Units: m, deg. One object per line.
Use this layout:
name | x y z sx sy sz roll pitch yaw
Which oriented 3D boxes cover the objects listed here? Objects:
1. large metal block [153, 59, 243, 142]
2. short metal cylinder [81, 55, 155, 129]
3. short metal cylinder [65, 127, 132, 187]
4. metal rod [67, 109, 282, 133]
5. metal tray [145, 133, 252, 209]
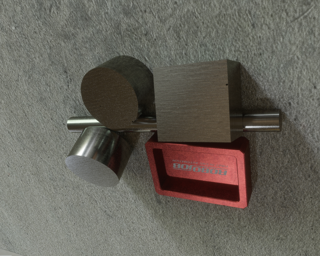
large metal block | 0.042 -0.028 0.336 0.080 0.050 0.079 -1 97 28
short metal cylinder | -0.051 -0.046 0.391 0.080 0.050 0.079 13 123 21
short metal cylinder | -0.088 0.043 0.449 0.080 0.050 0.080 14 144 11
metal rod | -0.002 -0.007 0.407 0.300 0.025 0.025 -1 118 28
metal tray | 0.051 0.053 0.410 0.130 0.030 0.089 3 120 26
